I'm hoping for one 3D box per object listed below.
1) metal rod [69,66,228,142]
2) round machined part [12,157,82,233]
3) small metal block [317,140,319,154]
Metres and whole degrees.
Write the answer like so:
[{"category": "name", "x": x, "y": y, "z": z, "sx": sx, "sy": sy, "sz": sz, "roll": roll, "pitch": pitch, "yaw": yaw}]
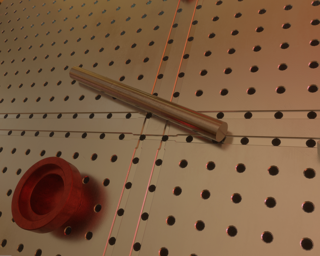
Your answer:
[{"category": "metal rod", "x": -0.037, "y": -0.046, "z": 0.454, "sx": 0.300, "sy": 0.025, "sz": 0.025, "roll": 25, "pitch": 75, "yaw": 36}, {"category": "round machined part", "x": -0.145, "y": 0.091, "z": 0.415, "sx": 0.098, "sy": 0.042, "sz": 0.098, "roll": -13, "pitch": 56, "yaw": 20}, {"category": "small metal block", "x": 0.190, "y": 0.021, "z": 0.296, "sx": 0.050, "sy": 0.025, "sz": 0.050, "roll": -36, "pitch": 51, "yaw": 4}]
